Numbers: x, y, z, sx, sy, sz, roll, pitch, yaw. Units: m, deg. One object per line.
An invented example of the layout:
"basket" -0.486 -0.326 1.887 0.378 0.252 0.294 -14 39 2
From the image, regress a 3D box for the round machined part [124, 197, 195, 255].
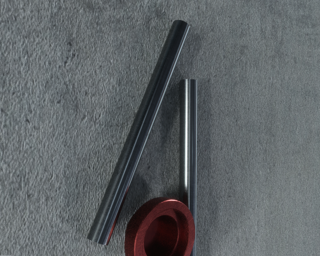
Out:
"round machined part" -0.004 0.136 0.392 0.099 0.042 0.097 0 90 -40

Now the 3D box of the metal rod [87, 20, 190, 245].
"metal rod" -0.020 -0.007 0.389 0.025 0.025 0.299 32 70 -36

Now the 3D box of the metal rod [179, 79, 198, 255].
"metal rod" 0.040 0.081 0.440 0.025 0.025 0.298 0 90 -40
